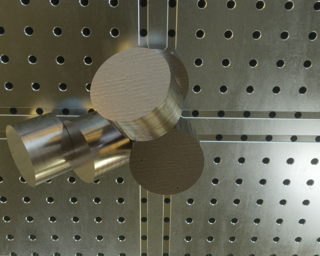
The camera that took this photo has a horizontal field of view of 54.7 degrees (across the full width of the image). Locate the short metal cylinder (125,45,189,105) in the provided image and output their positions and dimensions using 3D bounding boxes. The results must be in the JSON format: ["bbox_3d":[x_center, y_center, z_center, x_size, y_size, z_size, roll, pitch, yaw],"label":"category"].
[{"bbox_3d":[-0.007,-0.058,0.378,0.081,0.050,0.079,0,110,0],"label":"short metal cylinder"}]

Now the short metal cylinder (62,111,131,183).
[{"bbox_3d":[-0.080,0.021,0.383,0.050,0.080,0.079,-23,115,-36],"label":"short metal cylinder"}]

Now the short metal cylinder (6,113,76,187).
[{"bbox_3d":[-0.149,0.026,0.385,0.050,0.080,0.079,-24,115,-37],"label":"short metal cylinder"}]

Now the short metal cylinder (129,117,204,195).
[{"bbox_3d":[0.007,0.029,0.355,0.081,0.050,0.079,0,110,0],"label":"short metal cylinder"}]

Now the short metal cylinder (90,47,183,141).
[{"bbox_3d":[-0.021,-0.033,0.311,0.080,0.080,0.050,-23,152,8],"label":"short metal cylinder"}]

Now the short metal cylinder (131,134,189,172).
[{"bbox_3d":[-0.002,0.017,0.405,0.081,0.050,0.079,0,110,0],"label":"short metal cylinder"}]
